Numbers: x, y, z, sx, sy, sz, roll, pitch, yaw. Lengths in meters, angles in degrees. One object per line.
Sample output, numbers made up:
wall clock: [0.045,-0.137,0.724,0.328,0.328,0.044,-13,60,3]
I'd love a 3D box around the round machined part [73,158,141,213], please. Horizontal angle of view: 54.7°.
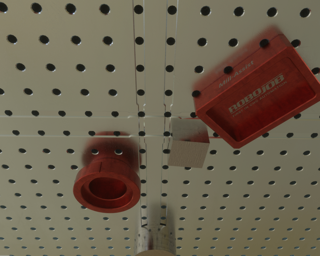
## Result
round machined part: [-0.078,0.084,0.471,0.099,0.042,0.097,-1,130,0]

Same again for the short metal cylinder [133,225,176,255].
short metal cylinder: [-0.009,0.228,0.590,0.081,0.050,0.079,0,130,0]

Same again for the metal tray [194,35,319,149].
metal tray: [0.118,-0.037,0.378,0.130,0.030,0.090,-36,122,26]

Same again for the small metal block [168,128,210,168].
small metal block: [0.039,0.029,0.437,0.050,0.025,0.050,5,130,-5]
